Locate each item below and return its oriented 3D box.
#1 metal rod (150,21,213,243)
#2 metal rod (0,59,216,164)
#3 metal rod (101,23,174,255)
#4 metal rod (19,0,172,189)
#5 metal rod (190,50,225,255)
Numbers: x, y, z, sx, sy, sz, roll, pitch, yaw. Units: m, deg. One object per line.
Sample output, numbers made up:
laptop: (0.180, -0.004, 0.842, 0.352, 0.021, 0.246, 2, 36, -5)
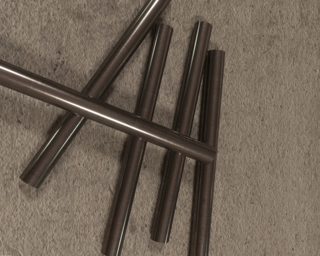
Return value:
metal rod: (0.030, 0.002, 0.421, 0.025, 0.025, 0.298, 14, 85, -20)
metal rod: (-0.066, -0.018, 0.357, 0.302, 0.025, 0.025, 22, 83, -19)
metal rod: (-0.028, 0.012, 0.399, 0.025, 0.025, 0.298, 15, 85, -20)
metal rod: (-0.070, -0.061, 0.383, 0.025, 0.025, 0.300, 36, 78, -17)
metal rod: (0.067, 0.041, 0.435, 0.025, 0.025, 0.298, 6, 88, -20)
